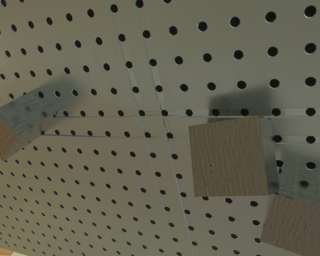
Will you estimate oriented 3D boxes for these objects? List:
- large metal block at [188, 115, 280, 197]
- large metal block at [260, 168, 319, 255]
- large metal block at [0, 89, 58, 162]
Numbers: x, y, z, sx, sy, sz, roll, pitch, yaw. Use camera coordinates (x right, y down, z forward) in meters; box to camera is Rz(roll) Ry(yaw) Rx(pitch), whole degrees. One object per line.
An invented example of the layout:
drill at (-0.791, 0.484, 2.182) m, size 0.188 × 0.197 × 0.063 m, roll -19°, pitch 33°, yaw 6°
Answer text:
large metal block at (0.083, 0.034, 0.348) m, size 0.080 × 0.050 × 0.080 m, roll -9°, pitch 80°, yaw 32°
large metal block at (0.172, 0.104, 0.369) m, size 0.080 × 0.050 × 0.079 m, roll 15°, pitch 125°, yaw 19°
large metal block at (-0.222, -0.005, 0.487) m, size 0.050 × 0.080 × 0.080 m, roll 46°, pitch 129°, yaw -4°
